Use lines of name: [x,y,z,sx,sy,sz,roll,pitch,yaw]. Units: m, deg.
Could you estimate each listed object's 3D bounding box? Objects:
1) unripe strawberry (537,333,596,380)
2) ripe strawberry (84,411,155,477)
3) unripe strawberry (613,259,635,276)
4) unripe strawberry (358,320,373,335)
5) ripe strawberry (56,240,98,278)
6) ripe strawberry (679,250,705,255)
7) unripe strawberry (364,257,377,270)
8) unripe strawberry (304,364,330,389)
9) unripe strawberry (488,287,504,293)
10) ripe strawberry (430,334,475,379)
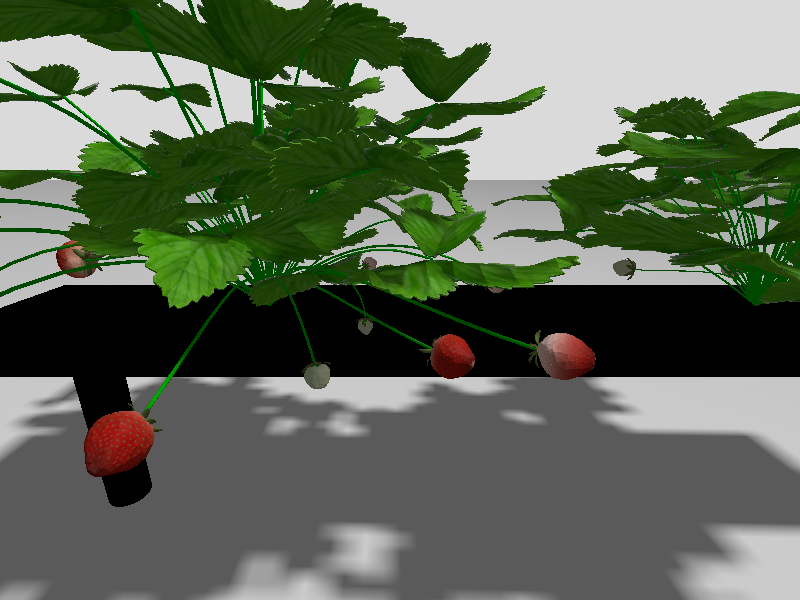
unripe strawberry: [0.100,0.033,0.240,0.032,0.027,0.032,11,22,29]
ripe strawberry: [-0.118,0.061,0.166,0.025,0.026,0.027,0,19,-1]
unripe strawberry: [0.261,-0.038,0.467,0.022,0.019,0.022,-12,21,-31]
unripe strawberry: [-0.025,0.020,0.294,0.011,0.011,0.011,14,23,37]
ripe strawberry: [-0.372,-0.048,0.460,0.042,0.044,0.039,7,20,21]
ripe strawberry: [0.393,-0.068,0.537,0.034,0.036,0.037,6,19,18]
unripe strawberry: [-0.035,-0.044,0.490,0.018,0.019,0.019,12,21,31]
unripe strawberry: [-0.048,0.045,0.231,0.015,0.014,0.014,-9,-24,-25]
unripe strawberry: [0.101,-0.019,0.407,0.025,0.024,0.023,-2,18,-11]
ripe strawberry: [0.033,0.035,0.244,0.027,0.027,0.025,16,24,38]
